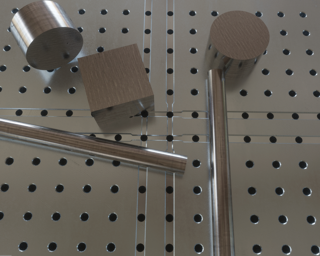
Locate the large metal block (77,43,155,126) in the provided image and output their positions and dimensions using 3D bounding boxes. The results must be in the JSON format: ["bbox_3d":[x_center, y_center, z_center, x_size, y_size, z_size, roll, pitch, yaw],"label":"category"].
[{"bbox_3d":[-0.058,-0.058,0.419,0.081,0.050,0.080,-16,71,-6],"label":"large metal block"}]

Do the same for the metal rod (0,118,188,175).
[{"bbox_3d":[-0.115,0.018,0.404,0.302,0.025,0.025,11,71,4],"label":"metal rod"}]

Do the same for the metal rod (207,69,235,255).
[{"bbox_3d":[0.076,0.062,0.389,0.025,0.025,0.299,1,70,0],"label":"metal rod"}]

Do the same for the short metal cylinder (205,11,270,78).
[{"bbox_3d":[0.108,-0.118,0.442,0.081,0.050,0.080,0,70,0],"label":"short metal cylinder"}]

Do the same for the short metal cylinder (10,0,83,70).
[{"bbox_3d":[-0.155,-0.126,0.427,0.080,0.080,0.050,-31,73,-11],"label":"short metal cylinder"}]
